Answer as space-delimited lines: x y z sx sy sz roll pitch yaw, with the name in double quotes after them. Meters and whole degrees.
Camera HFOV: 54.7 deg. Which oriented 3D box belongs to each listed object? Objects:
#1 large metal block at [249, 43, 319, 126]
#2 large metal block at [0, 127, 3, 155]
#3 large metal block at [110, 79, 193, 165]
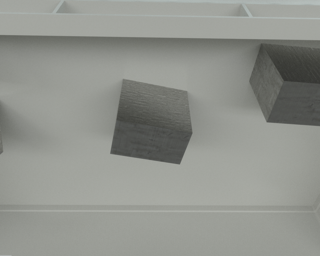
0.152 -0.048 0.335 0.081 0.080 0.050 4 130 -4 "large metal block"
-0.235 0.000 0.350 0.050 0.080 0.080 -35 151 25 "large metal block"
-0.011 -0.009 0.365 0.081 0.080 0.050 10 129 -9 "large metal block"
